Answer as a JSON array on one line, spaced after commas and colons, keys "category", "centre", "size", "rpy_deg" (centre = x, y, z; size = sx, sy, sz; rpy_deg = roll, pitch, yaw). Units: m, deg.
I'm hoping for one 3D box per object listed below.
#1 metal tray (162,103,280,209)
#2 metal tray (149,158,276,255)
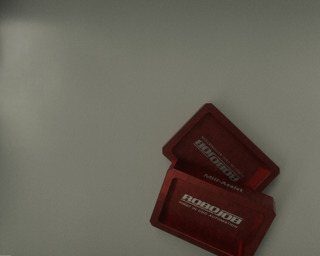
[{"category": "metal tray", "centre": [0.078, 0.042, 0.409], "size": [0.130, 0.030, 0.090], "rpy_deg": [44, 90, 0]}, {"category": "metal tray", "centre": [0.062, 0.103, 0.381], "size": [0.130, 0.030, 0.089], "rpy_deg": [22, 113, 9]}]
